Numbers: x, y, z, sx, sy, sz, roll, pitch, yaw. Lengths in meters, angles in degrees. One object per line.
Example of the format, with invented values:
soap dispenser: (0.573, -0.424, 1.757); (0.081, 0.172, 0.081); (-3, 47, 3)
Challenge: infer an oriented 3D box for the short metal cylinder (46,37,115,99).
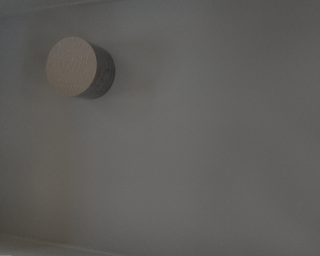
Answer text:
short metal cylinder: (-0.111, -0.082, 0.436); (0.080, 0.050, 0.080); (0, 90, 20)
